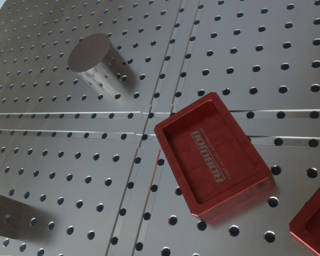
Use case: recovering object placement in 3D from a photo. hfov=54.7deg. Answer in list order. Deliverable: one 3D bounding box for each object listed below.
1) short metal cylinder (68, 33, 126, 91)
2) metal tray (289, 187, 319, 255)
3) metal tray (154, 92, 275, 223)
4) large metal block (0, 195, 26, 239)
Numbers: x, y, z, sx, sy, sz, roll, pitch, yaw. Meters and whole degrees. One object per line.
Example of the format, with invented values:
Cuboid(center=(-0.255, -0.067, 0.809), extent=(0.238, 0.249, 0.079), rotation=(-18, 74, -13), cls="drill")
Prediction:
Cuboid(center=(-0.104, -0.109, 0.514), extent=(0.080, 0.050, 0.080), rotation=(-13, 56, 21), cls="short metal cylinder")
Cuboid(center=(0.187, 0.094, 0.249), extent=(0.090, 0.030, 0.130), rotation=(-47, 51, -5), cls="metal tray")
Cuboid(center=(0.056, 0.029, 0.357), extent=(0.090, 0.030, 0.130), rotation=(-31, 52, 8), cls="metal tray")
Cuboid(center=(-0.256, 0.119, 0.435), extent=(0.080, 0.080, 0.050), rotation=(-4, 60, 26), cls="large metal block")
